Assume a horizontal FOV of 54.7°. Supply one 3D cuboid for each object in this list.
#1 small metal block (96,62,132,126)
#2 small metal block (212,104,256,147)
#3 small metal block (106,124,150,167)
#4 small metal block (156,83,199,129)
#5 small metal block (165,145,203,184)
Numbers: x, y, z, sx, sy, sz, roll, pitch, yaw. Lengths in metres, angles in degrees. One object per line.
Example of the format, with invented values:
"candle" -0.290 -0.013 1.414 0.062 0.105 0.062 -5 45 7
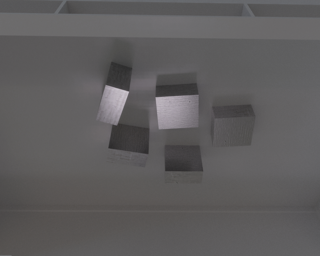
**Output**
"small metal block" -0.053 -0.040 0.358 0.025 0.050 0.050 15 128 -13
"small metal block" 0.094 -0.002 0.408 0.050 0.025 0.050 -3 130 2
"small metal block" -0.042 0.022 0.411 0.050 0.050 0.025 9 130 -8
"small metal block" 0.022 -0.027 0.387 0.050 0.025 0.050 -3 130 2
"small metal block" 0.032 0.051 0.436 0.050 0.050 0.025 1 130 -1
